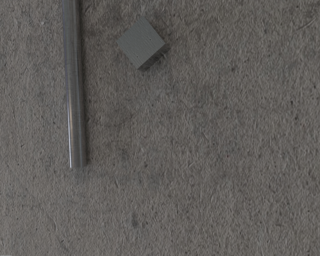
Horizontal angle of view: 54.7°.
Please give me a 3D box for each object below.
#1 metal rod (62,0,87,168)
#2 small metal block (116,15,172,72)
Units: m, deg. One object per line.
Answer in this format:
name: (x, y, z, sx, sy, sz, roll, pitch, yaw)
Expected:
metal rod: (-0.127, -0.093, 0.453, 0.025, 0.025, 0.298, -3, 89, 20)
small metal block: (-0.022, -0.112, 0.417, 0.050, 0.025, 0.050, -39, 78, 15)
